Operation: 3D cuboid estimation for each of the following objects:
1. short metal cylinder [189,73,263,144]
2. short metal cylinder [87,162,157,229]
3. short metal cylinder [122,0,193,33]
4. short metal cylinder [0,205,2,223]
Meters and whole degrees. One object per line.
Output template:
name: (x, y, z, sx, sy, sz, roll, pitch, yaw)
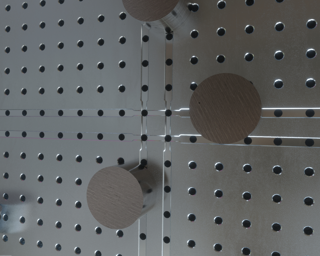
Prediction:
short metal cylinder: (0.080, -0.022, 0.371, 0.080, 0.050, 0.079, 0, 90, 19)
short metal cylinder: (-0.050, 0.088, 0.416, 0.080, 0.050, 0.079, 0, 90, 19)
short metal cylinder: (-0.002, -0.169, 0.399, 0.080, 0.050, 0.079, 0, 90, 19)
short metal cylinder: (-0.296, 0.150, 0.485, 0.080, 0.080, 0.050, 12, 94, 19)
